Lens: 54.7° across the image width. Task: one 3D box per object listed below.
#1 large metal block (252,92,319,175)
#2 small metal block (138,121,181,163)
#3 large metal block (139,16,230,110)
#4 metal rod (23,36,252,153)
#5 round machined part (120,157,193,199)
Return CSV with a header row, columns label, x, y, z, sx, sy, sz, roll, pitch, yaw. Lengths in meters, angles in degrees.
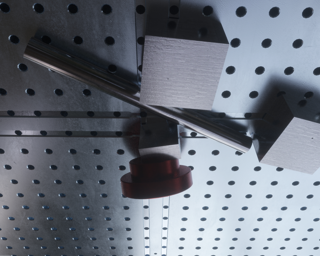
label,x,y,z,sx,sy,sz,roll,pitch,yaw
large metal block,0.179,0.009,0.405,0.081,0.050,0.079,13,129,-12
small metal block,0.000,0.018,0.409,0.050,0.050,0.025,-8,127,6
large metal block,0.022,-0.069,0.336,0.081,0.050,0.079,5,130,-4
metal rod,-0.011,-0.032,0.384,0.302,0.025,0.025,23,126,-19
round machined part,-0.006,0.062,0.429,0.099,0.098,0.042,-7,95,6
